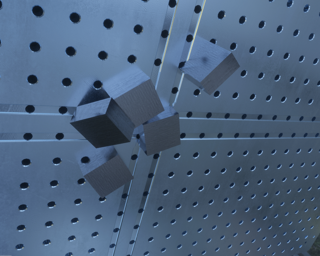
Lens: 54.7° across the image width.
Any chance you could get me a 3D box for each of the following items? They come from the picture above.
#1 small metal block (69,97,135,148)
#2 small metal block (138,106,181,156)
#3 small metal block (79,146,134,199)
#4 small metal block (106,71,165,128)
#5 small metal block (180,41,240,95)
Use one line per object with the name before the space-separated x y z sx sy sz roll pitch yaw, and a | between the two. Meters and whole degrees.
small metal block | -0.065 -0.004 0.357 0.050 0.025 0.050 -12 136 27
small metal block | -0.002 0.004 0.414 0.050 0.025 0.050 -18 126 -18
small metal block | -0.070 0.058 0.410 0.050 0.025 0.050 -32 129 -8
small metal block | -0.029 -0.033 0.377 0.050 0.025 0.050 -32 129 -8
small metal block | 0.061 -0.075 0.384 0.050 0.050 0.025 -44 130 2
